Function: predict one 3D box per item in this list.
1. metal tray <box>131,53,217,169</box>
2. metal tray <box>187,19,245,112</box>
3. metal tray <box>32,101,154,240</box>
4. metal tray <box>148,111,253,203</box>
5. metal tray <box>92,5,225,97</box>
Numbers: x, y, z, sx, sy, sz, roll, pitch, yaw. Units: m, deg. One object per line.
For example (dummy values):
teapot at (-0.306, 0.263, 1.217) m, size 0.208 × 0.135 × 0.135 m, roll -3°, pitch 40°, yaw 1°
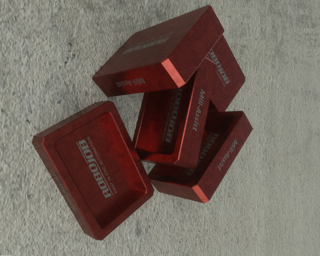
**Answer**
metal tray at (0.014, -0.020, 0.377) m, size 0.030 × 0.090 × 0.129 m, roll 21°, pitch 77°, yaw -39°
metal tray at (0.073, -0.094, 0.466) m, size 0.090 × 0.030 × 0.130 m, roll -52°, pitch 121°, yaw -27°
metal tray at (-0.068, 0.046, 0.347) m, size 0.091 × 0.030 × 0.129 m, roll -36°, pitch 112°, yaw -34°
metal tray at (0.054, 0.032, 0.411) m, size 0.130 × 0.090 × 0.030 m, roll -51°, pitch 121°, yaw -28°
metal tray at (-0.007, -0.078, 0.334) m, size 0.030 × 0.130 × 0.090 m, roll 52°, pitch 59°, yaw -28°
